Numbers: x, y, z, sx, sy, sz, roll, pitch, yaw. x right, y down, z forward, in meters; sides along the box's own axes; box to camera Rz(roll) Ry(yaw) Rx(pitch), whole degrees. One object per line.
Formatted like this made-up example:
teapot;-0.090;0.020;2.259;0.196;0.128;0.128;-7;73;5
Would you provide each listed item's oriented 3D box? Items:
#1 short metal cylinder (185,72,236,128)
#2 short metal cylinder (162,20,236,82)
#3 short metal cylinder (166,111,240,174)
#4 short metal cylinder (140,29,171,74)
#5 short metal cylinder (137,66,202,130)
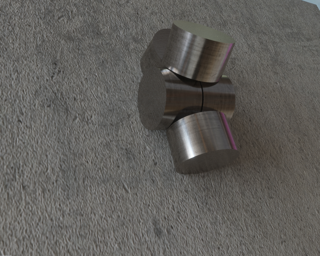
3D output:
short metal cylinder;0.057;-0.037;0.425;0.050;0.080;0.080;0;62;-28
short metal cylinder;0.048;-0.098;0.392;0.081;0.050;0.080;14;29;-7
short metal cylinder;0.053;0.020;0.388;0.081;0.080;0.050;0;62;-29
short metal cylinder;0.016;-0.100;0.462;0.081;0.050;0.080;14;56;-21
short metal cylinder;0.010;-0.037;0.400;0.050;0.080;0.080;1;62;-28
